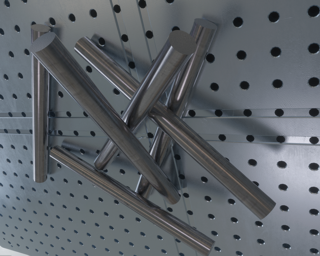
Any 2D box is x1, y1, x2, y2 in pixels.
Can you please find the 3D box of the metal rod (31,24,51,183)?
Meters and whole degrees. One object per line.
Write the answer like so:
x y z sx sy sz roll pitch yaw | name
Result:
-0.193 -0.019 0.502 0.025 0.025 0.298 26 128 12 | metal rod

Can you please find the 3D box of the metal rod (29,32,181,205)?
-0.039 0.017 0.361 0.025 0.025 0.300 0 144 28 | metal rod

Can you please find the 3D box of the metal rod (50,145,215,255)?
-0.056 0.102 0.474 0.300 0.025 0.025 26 128 23 | metal rod

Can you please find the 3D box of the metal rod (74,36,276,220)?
0.008 -0.009 0.366 0.300 0.025 0.025 42 130 13 | metal rod

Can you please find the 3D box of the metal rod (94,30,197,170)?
-0.037 -0.007 0.374 0.025 0.025 0.299 41 146 0 | metal rod

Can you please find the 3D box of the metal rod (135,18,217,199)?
0.007 0.004 0.410 0.025 0.025 0.298 28 128 11 | metal rod
